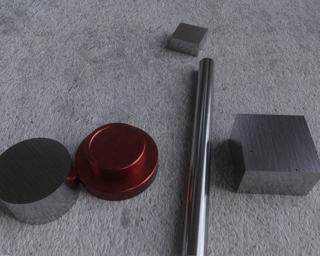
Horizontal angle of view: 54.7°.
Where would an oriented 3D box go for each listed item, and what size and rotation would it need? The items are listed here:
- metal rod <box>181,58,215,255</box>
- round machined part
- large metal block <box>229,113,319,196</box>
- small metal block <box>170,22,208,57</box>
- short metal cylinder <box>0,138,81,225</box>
[{"bbox_3d":[0.053,0.013,0.392,0.025,0.025,0.300,6,50,5],"label":"metal rod"},{"bbox_3d":[-0.051,0.032,0.365,0.099,0.042,0.098,1,50,0],"label":"round machined part"},{"bbox_3d":[0.130,0.030,0.363,0.081,0.050,0.080,2,50,1],"label":"large metal block"},{"bbox_3d":[0.050,-0.153,0.532,0.050,0.025,0.050,18,52,14],"label":"small metal block"},{"bbox_3d":[-0.132,0.057,0.337,0.081,0.050,0.080,0,50,0],"label":"short metal cylinder"}]
